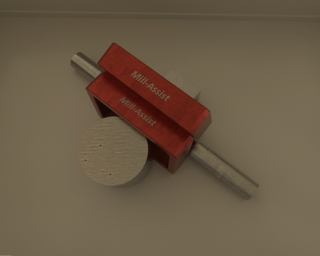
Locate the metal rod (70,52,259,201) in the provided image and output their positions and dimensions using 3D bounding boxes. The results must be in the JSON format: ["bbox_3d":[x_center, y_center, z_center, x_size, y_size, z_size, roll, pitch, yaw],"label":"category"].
[{"bbox_3d":[-0.002,-0.009,0.413,0.300,0.025,0.025,37,74,12],"label":"metal rod"}]

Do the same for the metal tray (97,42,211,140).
[{"bbox_3d":[-0.002,-0.039,0.361,0.130,0.090,0.030,37,91,12],"label":"metal tray"}]

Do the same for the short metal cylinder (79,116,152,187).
[{"bbox_3d":[-0.051,0.031,0.377,0.080,0.050,0.080,-1,77,5],"label":"short metal cylinder"}]

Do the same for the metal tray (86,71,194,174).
[{"bbox_3d":[-0.024,-0.003,0.375,0.130,0.090,0.030,37,74,12],"label":"metal tray"}]

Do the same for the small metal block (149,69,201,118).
[{"bbox_3d":[0.019,-0.044,0.424,0.050,0.025,0.050,39,74,12],"label":"small metal block"}]
